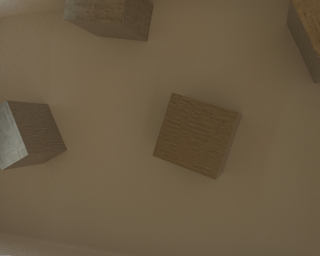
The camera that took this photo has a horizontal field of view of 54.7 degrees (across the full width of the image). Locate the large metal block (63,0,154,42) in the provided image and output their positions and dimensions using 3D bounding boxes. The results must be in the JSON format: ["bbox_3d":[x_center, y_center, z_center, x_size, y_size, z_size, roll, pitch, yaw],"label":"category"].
[{"bbox_3d":[-0.064,-0.152,0.404,0.080,0.080,0.050,12,94,19],"label":"large metal block"}]

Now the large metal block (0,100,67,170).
[{"bbox_3d":[-0.194,0.010,0.450,0.050,0.080,0.080,-28,81,18],"label":"large metal block"}]

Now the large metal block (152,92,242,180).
[{"bbox_3d":[0.047,0.008,0.381,0.080,0.050,0.080,19,96,19],"label":"large metal block"}]

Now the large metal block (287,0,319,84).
[{"bbox_3d":[0.174,-0.097,0.320,0.050,0.080,0.080,-24,82,18],"label":"large metal block"}]
